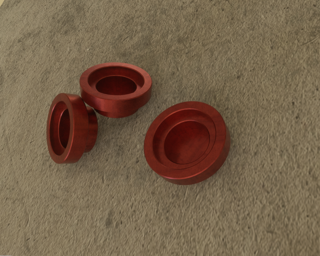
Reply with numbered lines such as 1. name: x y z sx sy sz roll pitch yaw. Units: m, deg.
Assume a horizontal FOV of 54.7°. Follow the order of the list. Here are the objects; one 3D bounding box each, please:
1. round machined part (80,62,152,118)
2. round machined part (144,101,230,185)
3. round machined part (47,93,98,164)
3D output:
1. round machined part: -0.061 -0.050 0.437 0.099 0.042 0.098 4 40 -3
2. round machined part: 0.034 0.020 0.363 0.098 0.042 0.098 -13 56 21
3. round machined part: -0.122 0.001 0.438 0.098 0.042 0.097 -5 83 51
